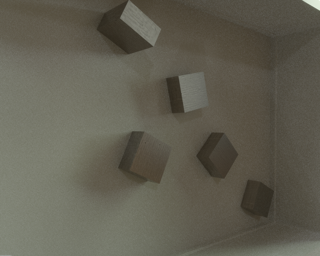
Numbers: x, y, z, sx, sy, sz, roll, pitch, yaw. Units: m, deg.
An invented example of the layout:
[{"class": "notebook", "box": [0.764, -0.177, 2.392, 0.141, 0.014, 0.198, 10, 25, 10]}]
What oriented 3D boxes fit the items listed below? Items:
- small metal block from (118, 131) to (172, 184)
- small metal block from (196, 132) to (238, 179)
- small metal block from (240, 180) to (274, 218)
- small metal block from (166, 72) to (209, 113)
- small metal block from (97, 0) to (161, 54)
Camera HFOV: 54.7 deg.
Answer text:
[{"class": "small metal block", "box": [-0.018, 0.037, 0.392, 0.050, 0.025, 0.050, 32, 70, -36]}, {"class": "small metal block", "box": [0.090, 0.042, 0.482, 0.050, 0.025, 0.050, -52, 121, -27]}, {"class": "small metal block", "box": [0.174, 0.126, 0.553, 0.050, 0.025, 0.050, 34, 69, -35]}, {"class": "small metal block", "box": [0.040, -0.051, 0.439, 0.050, 0.025, 0.050, -17, 101, -39]}, {"class": "small metal block", "box": [-0.036, -0.115, 0.359, 0.050, 0.050, 0.025, 33, 70, -35]}]
